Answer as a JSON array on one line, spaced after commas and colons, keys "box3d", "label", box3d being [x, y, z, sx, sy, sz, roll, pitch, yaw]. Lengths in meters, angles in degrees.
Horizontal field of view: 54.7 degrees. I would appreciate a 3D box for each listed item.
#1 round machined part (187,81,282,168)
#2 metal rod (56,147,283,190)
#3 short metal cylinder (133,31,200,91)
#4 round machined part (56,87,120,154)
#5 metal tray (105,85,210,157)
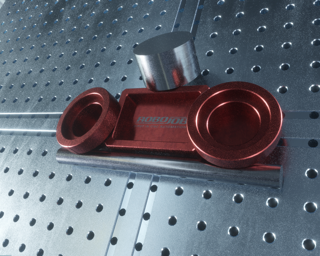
[{"box3d": [0.082, -0.001, 0.343, 0.098, 0.042, 0.098, -9, 58, 14], "label": "round machined part"}, {"box3d": [-0.011, 0.045, 0.381, 0.300, 0.025, 0.025, 2, 63, 29], "label": "metal rod"}, {"box3d": [0.010, -0.092, 0.420, 0.080, 0.050, 0.080, -13, 31, 8], "label": "short metal cylinder"}, {"box3d": [-0.096, -0.006, 0.441, 0.098, 0.042, 0.098, -20, 49, 25], "label": "round machined part"}, {"box3d": [0.000, -0.009, 0.405, 0.130, 0.030, 0.090, 1, 63, 28], "label": "metal tray"}]
